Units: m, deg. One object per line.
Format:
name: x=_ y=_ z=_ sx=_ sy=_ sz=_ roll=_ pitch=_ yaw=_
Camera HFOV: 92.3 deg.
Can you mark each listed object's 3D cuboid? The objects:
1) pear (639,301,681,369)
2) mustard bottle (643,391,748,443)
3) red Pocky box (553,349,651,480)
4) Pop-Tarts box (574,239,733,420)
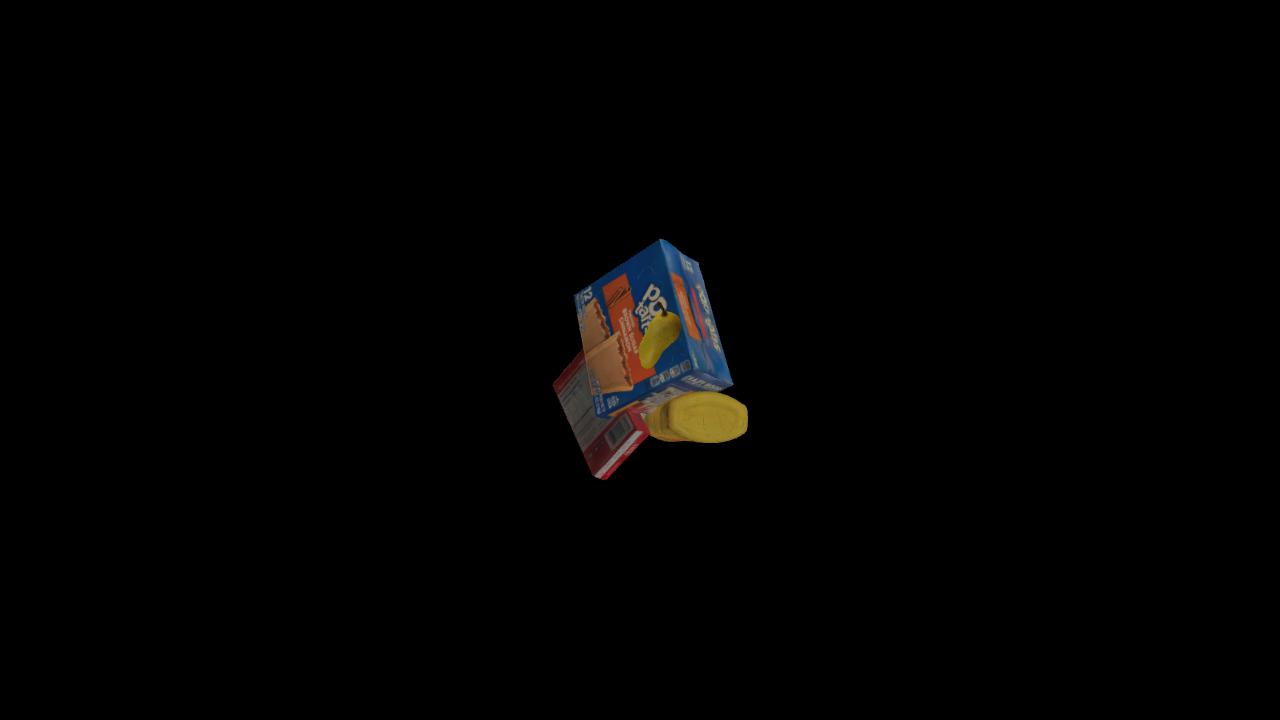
pear: x=0.034 y=-0.019 z=0.666 sx=0.080 sy=0.111 sz=0.080 roll=3 pitch=38 yaw=-2
mustard bottle: x=0.050 y=0.070 z=0.717 sx=0.092 sy=0.054 sz=0.184 roll=-1 pitch=-7 yaw=-15
red Pocky box: x=-0.049 y=0.056 z=0.734 sx=0.028 sy=0.083 sz=0.155 roll=22 pitch=27 yaw=-43
Pop-Tarts box: x=0.010 y=-0.026 z=0.715 sx=0.141 sy=0.167 sz=0.083 roll=-28 pitch=-28 yaw=30
